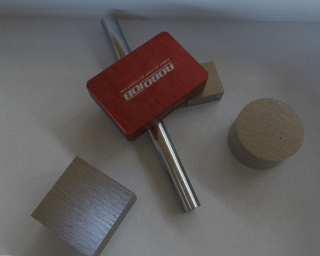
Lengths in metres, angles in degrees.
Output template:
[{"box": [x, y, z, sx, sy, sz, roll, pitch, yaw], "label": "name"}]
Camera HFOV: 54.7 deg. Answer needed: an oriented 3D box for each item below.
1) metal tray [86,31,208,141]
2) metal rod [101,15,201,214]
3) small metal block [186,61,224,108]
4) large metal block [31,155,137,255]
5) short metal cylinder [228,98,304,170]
[{"box": [-0.015, -0.056, 0.400, 0.131, 0.030, 0.090, -37, 75, -14], "label": "metal tray"}, {"box": [-0.020, -0.031, 0.420, 0.025, 0.025, 0.299, -21, 72, -8], "label": "metal rod"}, {"box": [0.056, -0.061, 0.433, 0.050, 0.025, 0.050, -13, 71, -5], "label": "small metal block"}, {"box": [-0.084, 0.092, 0.362, 0.080, 0.050, 0.080, 31, 73, 10], "label": "large metal block"}, {"box": [0.132, 0.009, 0.395, 0.081, 0.050, 0.080, 0, 70, 0], "label": "short metal cylinder"}]
